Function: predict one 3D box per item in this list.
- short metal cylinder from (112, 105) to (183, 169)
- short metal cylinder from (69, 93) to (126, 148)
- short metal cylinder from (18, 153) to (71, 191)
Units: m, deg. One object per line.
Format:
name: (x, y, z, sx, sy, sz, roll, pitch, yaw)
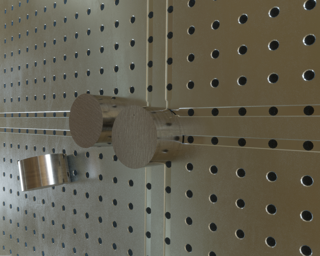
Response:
short metal cylinder: (-0.018, 0.011, 0.408, 0.080, 0.050, 0.079, 0, 90, 40)
short metal cylinder: (-0.093, -0.011, 0.470, 0.080, 0.050, 0.079, 0, 90, 40)
short metal cylinder: (-0.200, 0.078, 0.539, 0.080, 0.081, 0.050, -20, 78, 38)
